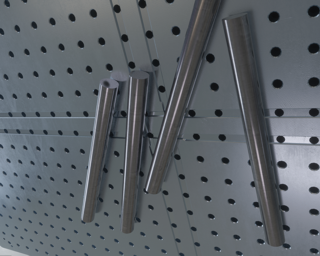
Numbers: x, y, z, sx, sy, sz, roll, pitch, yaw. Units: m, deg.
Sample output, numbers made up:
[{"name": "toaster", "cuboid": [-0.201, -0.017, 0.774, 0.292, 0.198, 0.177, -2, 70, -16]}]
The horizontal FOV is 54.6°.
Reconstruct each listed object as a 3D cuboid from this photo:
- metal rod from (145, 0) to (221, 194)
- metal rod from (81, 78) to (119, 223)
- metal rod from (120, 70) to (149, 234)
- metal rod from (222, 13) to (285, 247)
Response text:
[{"name": "metal rod", "cuboid": [0.020, -0.024, 0.385, 0.025, 0.025, 0.298, 25, 127, 13]}, {"name": "metal rod", "cuboid": [-0.102, 0.055, 0.499, 0.025, 0.025, 0.298, 26, 128, 12]}, {"name": "metal rod", "cuboid": [-0.042, 0.056, 0.468, 0.025, 0.025, 0.298, 20, 126, 17]}, {"name": "metal rod", "cuboid": [0.115, 0.021, 0.363, 0.025, 0.025, 0.299, -4, 117, 30]}]
